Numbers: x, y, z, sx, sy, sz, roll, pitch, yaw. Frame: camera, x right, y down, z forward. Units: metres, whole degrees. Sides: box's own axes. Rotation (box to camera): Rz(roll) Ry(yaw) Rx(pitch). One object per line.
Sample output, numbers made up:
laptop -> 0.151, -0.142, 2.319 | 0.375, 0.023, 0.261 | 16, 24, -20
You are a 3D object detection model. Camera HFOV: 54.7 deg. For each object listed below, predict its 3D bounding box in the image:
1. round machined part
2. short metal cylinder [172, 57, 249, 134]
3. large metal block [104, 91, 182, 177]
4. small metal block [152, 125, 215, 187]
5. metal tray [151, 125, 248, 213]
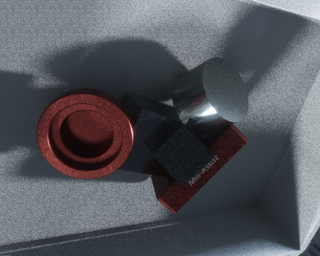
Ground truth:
round machined part -> -0.079, 0.003, 0.341 | 0.099, 0.042, 0.097 | -2, 111, -4
short metal cylinder -> 0.061, -0.038, 0.375 | 0.081, 0.080, 0.050 | 17, 153, -35
large metal block -> -0.016, 0.010, 0.390 | 0.081, 0.050, 0.080 | 16, 110, -35
small metal block -> 0.028, 0.032, 0.361 | 0.050, 0.050, 0.025 | -44, 168, 3
metal tray -> 0.047, 0.043, 0.417 | 0.130, 0.090, 0.030 | -45, 102, 3
